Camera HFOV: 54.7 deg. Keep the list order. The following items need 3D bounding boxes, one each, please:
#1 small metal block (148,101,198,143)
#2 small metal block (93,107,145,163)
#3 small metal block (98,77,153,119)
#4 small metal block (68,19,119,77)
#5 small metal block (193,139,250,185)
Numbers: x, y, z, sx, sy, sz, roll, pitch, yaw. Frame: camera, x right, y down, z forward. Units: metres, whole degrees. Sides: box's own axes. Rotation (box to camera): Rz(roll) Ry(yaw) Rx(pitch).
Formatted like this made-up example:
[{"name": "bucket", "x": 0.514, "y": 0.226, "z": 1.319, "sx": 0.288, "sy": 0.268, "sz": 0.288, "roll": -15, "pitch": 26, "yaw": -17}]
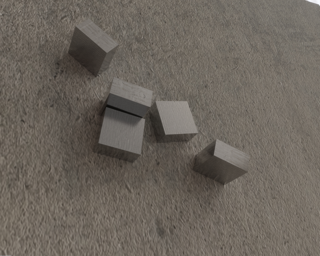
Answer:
[{"name": "small metal block", "x": 0.017, "y": -0.009, "z": 0.418, "sx": 0.050, "sy": 0.025, "sz": 0.050, "roll": -2, "pitch": 63, "yaw": -29}, {"name": "small metal block", "x": -0.048, "y": 0.009, "z": 0.372, "sx": 0.050, "sy": 0.025, "sz": 0.050, "roll": 18, "pitch": 55, "yaw": -18}, {"name": "small metal block", "x": -0.043, "y": -0.031, "z": 0.383, "sx": 0.050, "sy": 0.050, "sz": 0.025, "roll": 19, "pitch": 55, "yaw": -18}, {"name": "small metal block", "x": -0.088, "y": -0.103, "z": 0.403, "sx": 0.050, "sy": 0.050, "sz": 0.025, "roll": 41, "pitch": 51, "yaw": -1}, {"name": "small metal block", "x": 0.079, "y": 0.045, "z": 0.402, "sx": 0.050, "sy": 0.050, "sz": 0.025, "roll": 26, "pitch": 53, "yaw": -12}]
